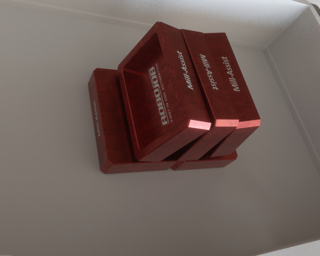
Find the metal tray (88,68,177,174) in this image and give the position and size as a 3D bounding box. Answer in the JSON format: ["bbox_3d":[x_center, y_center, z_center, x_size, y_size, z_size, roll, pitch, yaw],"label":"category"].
[{"bbox_3d":[-0.035,-0.011,0.387,0.091,0.030,0.130,0,62,-28],"label":"metal tray"}]

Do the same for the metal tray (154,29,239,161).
[{"bbox_3d":[0.034,-0.038,0.362,0.030,0.090,0.130,0,60,-28],"label":"metal tray"}]

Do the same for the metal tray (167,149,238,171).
[{"bbox_3d":[0.046,-0.009,0.430,0.091,0.030,0.130,0,62,-28],"label":"metal tray"}]

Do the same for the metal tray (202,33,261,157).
[{"bbox_3d":[0.070,-0.040,0.382,0.030,0.090,0.130,-7,65,-15],"label":"metal tray"}]

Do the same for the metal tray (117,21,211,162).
[{"bbox_3d":[-0.002,-0.038,0.342,0.030,0.090,0.130,8,57,-39],"label":"metal tray"}]
